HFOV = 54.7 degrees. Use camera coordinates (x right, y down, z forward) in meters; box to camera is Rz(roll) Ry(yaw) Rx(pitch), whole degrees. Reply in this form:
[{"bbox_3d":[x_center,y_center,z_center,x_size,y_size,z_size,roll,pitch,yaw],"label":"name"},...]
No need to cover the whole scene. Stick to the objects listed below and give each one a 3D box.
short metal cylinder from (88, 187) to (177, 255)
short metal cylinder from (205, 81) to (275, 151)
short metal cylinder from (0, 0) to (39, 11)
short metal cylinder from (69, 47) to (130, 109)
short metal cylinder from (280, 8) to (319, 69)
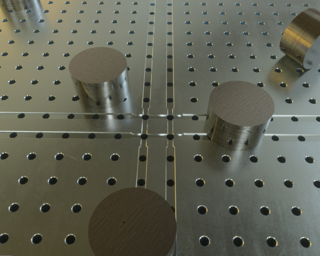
[{"bbox_3d":[-0.025,0.106,0.302,0.081,0.050,0.080,0,50,0],"label":"short metal cylinder"},{"bbox_3d":[0.102,-0.017,0.406,0.081,0.050,0.080,0,50,0],"label":"short metal cylinder"},{"bbox_3d":[-0.292,-0.279,0.624,0.081,0.050,0.080,0,50,0],"label":"short metal cylinder"},{"bbox_3d":[-0.087,-0.074,0.452,0.081,0.050,0.080,0,50,0],"label":"short metal cylinder"},{"bbox_3d":[0.240,-0.141,0.492,0.081,0.080,0.050,-25,55,-19],"label":"short metal cylinder"}]
